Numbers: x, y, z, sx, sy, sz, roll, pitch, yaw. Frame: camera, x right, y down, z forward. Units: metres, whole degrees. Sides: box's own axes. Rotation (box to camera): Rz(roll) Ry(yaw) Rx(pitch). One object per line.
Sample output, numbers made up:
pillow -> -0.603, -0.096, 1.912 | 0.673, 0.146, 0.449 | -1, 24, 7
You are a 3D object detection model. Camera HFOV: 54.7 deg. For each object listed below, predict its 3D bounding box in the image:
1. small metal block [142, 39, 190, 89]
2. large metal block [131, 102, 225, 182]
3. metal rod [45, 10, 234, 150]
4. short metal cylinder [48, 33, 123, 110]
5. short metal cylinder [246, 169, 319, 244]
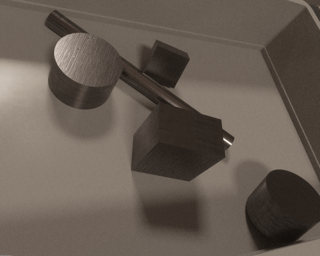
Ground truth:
small metal block -> 0.007, -0.092, 0.448 | 0.050, 0.050, 0.025 | 19, 30, -18
large metal block -> 0.019, 0.021, 0.369 | 0.081, 0.080, 0.050 | 14, 56, -21
metal rod -> -0.024, -0.063, 0.432 | 0.301, 0.025, 0.025 | 35, 51, -6
short metal cylinder -> -0.093, -0.070, 0.383 | 0.081, 0.050, 0.080 | 14, 56, -21
short metal cylinder -> 0.162, 0.101, 0.404 | 0.081, 0.050, 0.080 | 14, 40, -12
